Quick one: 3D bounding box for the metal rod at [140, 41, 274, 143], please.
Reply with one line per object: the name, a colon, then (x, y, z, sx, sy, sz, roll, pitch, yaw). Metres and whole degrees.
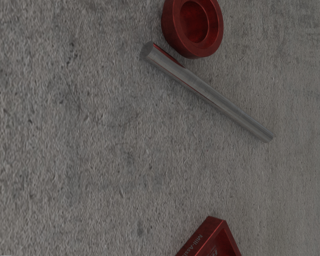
metal rod: (0.090, -0.041, 0.479, 0.301, 0.025, 0.025, 28, 72, -36)

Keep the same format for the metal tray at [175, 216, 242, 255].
metal tray: (0.063, 0.207, 0.454, 0.131, 0.030, 0.090, -39, 114, -33)

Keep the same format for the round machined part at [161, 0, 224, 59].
round machined part: (0.040, -0.143, 0.427, 0.099, 0.042, 0.097, 0, 90, -40)
